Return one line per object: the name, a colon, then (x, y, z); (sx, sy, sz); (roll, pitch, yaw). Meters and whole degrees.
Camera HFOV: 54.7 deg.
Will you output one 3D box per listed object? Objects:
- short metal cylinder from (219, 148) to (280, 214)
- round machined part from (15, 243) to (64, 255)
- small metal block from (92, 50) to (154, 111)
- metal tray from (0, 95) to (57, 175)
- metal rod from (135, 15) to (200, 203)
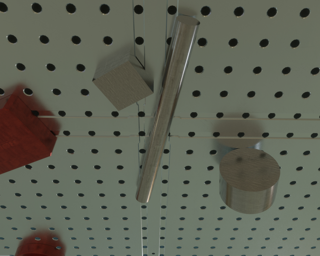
short metal cylinder: (0.125, 0.074, 0.441); (0.080, 0.080, 0.050); (-5, 130, 4)
round machined part: (-0.252, 0.282, 0.637); (0.099, 0.042, 0.097); (0, 130, 0)
small metal block: (-0.042, -0.055, 0.365); (0.050, 0.025, 0.050); (-25, 126, 19)
metal tray: (-0.222, 0.018, 0.420); (0.130, 0.030, 0.090); (-20, 128, 15)
metal rod: (0.001, 0.001, 0.412); (0.025, 0.025, 0.298); (8, 130, -7)
